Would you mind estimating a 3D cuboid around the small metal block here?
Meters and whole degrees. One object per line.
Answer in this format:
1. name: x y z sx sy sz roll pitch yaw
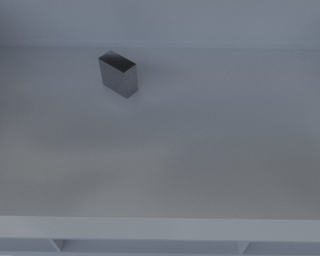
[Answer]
1. small metal block: -0.060 -0.078 0.454 0.050 0.050 0.025 32 57 24
